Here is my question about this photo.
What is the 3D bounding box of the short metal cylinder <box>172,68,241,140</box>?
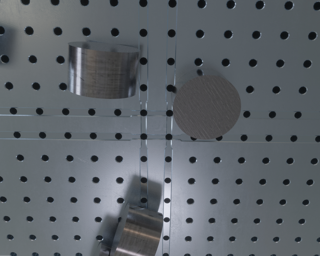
[{"bbox_3d":[0.055,-0.032,0.389,0.081,0.050,0.079,0,110,0],"label":"short metal cylinder"}]

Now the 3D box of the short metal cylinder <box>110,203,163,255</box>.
[{"bbox_3d":[-0.034,0.153,0.440,0.050,0.080,0.079,20,109,-7],"label":"short metal cylinder"}]

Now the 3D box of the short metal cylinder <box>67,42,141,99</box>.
[{"bbox_3d":[-0.065,-0.069,0.358,0.081,0.080,0.050,6,110,-3],"label":"short metal cylinder"}]

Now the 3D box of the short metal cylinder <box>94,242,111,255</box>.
[{"bbox_3d":[-0.080,0.221,0.465,0.050,0.080,0.080,23,108,-8],"label":"short metal cylinder"}]
